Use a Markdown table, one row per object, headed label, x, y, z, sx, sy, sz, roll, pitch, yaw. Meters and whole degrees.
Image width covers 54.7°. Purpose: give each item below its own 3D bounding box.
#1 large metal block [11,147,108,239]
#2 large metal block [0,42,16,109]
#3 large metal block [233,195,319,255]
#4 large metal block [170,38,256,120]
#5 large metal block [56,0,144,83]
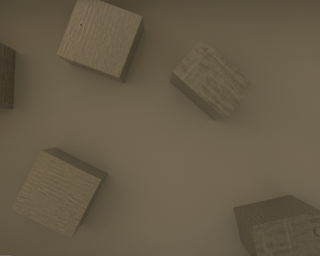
| label | x | y | z | sx | sy | sz | roll | pitch | yaw |
| --- | --- | --- | --- | --- | --- | --- | --- | --- | --- |
| large metal block | -0.125 | 0.080 | 0.397 | 0.080 | 0.050 | 0.080 | 27 | 90 | -1 |
| large metal block | -0.238 | -0.067 | 0.396 | 0.081 | 0.050 | 0.079 | 2 | 90 | -1 |
| large metal block | 0.146 | 0.125 | 0.386 | 0.080 | 0.080 | 0.050 | -13 | 90 | 0 |
| large metal block | 0.060 | -0.055 | 0.385 | 0.080 | 0.080 | 0.050 | 41 | 90 | -1 |
| large metal block | -0.073 | -0.112 | 0.398 | 0.080 | 0.050 | 0.080 | 20 | 90 | -1 |
